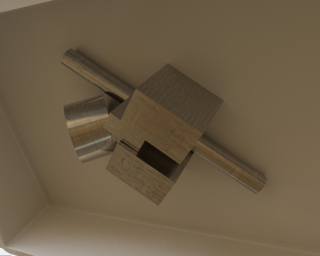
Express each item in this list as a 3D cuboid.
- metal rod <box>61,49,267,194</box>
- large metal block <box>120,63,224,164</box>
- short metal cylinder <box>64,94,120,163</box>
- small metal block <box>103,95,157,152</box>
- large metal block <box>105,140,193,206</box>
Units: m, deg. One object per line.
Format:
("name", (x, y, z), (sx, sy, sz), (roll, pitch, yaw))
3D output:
("metal rod", (0.001, -0.012, 0.399), (0.301, 0.025, 0.025), (34, 129, 5))
("large metal block", (0.015, -0.019, 0.352), (0.080, 0.080, 0.050), (35, 129, 5))
("short metal cylinder", (-0.089, 0.001, 0.409), (0.050, 0.080, 0.079), (-17, 116, -8))
("small metal block", (-0.030, -0.007, 0.372), (0.050, 0.050, 0.025), (35, 129, 4))
("large metal block", (-0.009, 0.038, 0.399), (0.080, 0.080, 0.050), (34, 129, 5))
